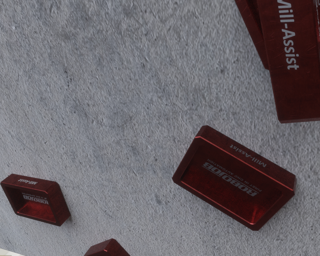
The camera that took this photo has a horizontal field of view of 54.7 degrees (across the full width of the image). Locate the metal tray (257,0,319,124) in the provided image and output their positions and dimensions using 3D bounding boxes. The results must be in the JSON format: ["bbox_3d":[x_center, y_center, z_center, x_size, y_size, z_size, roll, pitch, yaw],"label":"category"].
[{"bbox_3d":[0.097,-0.080,0.224,0.030,0.090,0.129,-5,116,30],"label":"metal tray"}]

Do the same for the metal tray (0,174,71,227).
[{"bbox_3d":[-0.251,0.144,0.625,0.130,0.030,0.089,4,120,26],"label":"metal tray"}]

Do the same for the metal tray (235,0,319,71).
[{"bbox_3d":[0.138,-0.114,0.260,0.130,0.030,0.090,-19,109,35],"label":"metal tray"}]

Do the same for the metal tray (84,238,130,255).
[{"bbox_3d":[-0.084,0.289,0.627,0.090,0.030,0.130,-34,100,38],"label":"metal tray"}]

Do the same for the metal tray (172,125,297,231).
[{"bbox_3d":[0.090,0.065,0.396,0.130,0.030,0.089,30,128,8],"label":"metal tray"}]
